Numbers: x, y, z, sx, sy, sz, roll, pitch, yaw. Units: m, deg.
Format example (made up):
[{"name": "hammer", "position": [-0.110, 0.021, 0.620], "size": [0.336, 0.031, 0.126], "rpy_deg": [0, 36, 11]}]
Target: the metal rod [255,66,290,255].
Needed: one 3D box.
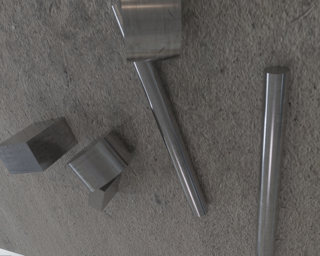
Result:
[{"name": "metal rod", "position": [0.134, 0.072, 0.380], "size": [0.025, 0.025, 0.298], "rpy_deg": [7, 122, 25]}]

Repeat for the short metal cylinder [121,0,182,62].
[{"name": "short metal cylinder", "position": [-0.009, -0.106, 0.302], "size": [0.050, 0.080, 0.079], "rpy_deg": [-4, 121, -3]}]

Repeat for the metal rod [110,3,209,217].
[{"name": "metal rod", "position": [0.008, -0.009, 0.397], "size": [0.025, 0.025, 0.299], "rpy_deg": [-8, 115, 31]}]

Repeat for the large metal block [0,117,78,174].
[{"name": "large metal block", "position": [-0.194, 0.028, 0.491], "size": [0.080, 0.080, 0.050], "rpy_deg": [-9, 114, 32]}]

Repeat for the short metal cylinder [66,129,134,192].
[{"name": "short metal cylinder", "position": [-0.085, 0.045, 0.444], "size": [0.080, 0.080, 0.050], "rpy_deg": [-29, 102, 37]}]

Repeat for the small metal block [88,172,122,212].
[{"name": "small metal block", "position": [-0.089, 0.097, 0.498], "size": [0.025, 0.050, 0.050], "rpy_deg": [25, 127, 13]}]
